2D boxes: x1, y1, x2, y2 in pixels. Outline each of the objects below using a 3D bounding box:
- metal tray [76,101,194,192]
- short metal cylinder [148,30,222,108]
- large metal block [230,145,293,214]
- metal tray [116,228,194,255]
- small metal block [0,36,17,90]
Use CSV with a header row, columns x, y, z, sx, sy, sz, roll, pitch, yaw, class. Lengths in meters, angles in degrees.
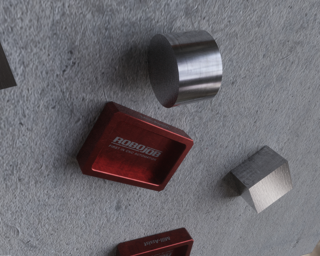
x,y,z,sx,sy,sz,roll,pitch,yaw,class
-0.029,0.029,0.405,0.131,0.030,0.090,22,107,-36,metal tray
0.025,-0.066,0.344,0.050,0.080,0.079,-13,124,-21,short metal cylinder
0.180,0.091,0.546,0.080,0.050,0.080,-34,129,-6,large metal block
-0.012,0.229,0.538,0.131,0.030,0.089,-4,120,-27,metal tray
-0.165,-0.059,0.280,0.050,0.025,0.050,-18,126,-18,small metal block
